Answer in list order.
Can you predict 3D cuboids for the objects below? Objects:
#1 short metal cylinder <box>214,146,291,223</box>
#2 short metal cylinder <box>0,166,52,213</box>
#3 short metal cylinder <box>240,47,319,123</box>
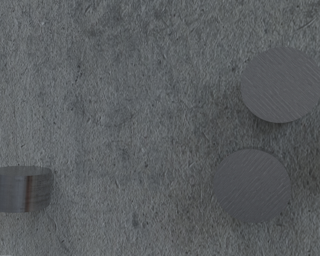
[{"bbox_3d":[0.107,0.062,0.358,0.080,0.050,0.080,0,90,20],"label":"short metal cylinder"},{"bbox_3d":[-0.201,0.086,0.451,0.080,0.080,0.050,5,92,20],"label":"short metal cylinder"},{"bbox_3d":[0.134,-0.045,0.348,0.080,0.050,0.080,0,90,20],"label":"short metal cylinder"}]
